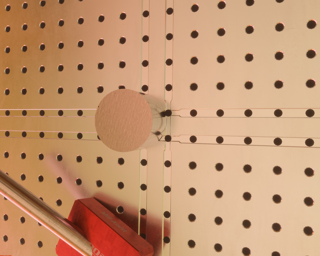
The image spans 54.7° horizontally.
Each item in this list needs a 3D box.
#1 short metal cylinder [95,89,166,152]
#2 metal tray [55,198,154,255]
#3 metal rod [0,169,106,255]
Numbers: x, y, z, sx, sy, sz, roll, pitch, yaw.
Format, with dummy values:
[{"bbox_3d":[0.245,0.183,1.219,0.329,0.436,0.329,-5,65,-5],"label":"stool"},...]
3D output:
[{"bbox_3d":[-0.038,-0.010,0.412,0.080,0.050,0.079,0,90,19],"label":"short metal cylinder"},{"bbox_3d":[-0.079,0.166,0.419,0.130,0.030,0.089,28,99,32],"label":"metal tray"},{"bbox_3d":[-0.129,0.139,0.423,0.301,0.025,0.025,35,102,3],"label":"metal rod"}]
